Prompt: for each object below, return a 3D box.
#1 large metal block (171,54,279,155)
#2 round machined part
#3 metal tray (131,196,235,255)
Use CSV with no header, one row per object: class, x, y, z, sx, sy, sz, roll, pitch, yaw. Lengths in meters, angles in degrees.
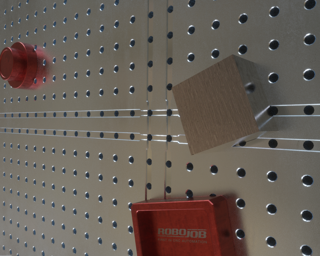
large metal block,0.068,-0.021,0.337,0.080,0.050,0.080,-25,75,37
round machined part,-0.302,-0.132,0.648,0.098,0.042,0.097,0,90,40
metal tray,0.024,0.135,0.385,0.130,0.030,0.090,-14,81,39
